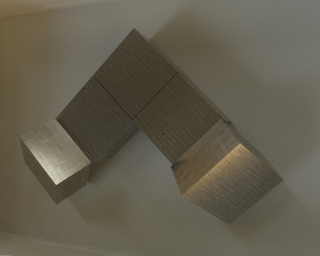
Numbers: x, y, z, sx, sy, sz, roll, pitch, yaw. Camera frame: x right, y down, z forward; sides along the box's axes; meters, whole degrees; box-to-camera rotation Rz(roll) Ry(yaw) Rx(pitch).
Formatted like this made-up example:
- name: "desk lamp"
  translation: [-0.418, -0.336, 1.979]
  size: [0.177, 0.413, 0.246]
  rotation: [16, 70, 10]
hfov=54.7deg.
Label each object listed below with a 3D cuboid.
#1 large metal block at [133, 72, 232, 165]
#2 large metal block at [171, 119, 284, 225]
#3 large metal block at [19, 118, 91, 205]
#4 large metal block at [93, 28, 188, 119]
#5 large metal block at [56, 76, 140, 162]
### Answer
- name: "large metal block"
  translation: [0.028, -0.009, 0.385]
  size: [0.080, 0.050, 0.080]
  rotation: [-46, 76, 14]
- name: "large metal block"
  translation: [0.073, 0.050, 0.347]
  size: [0.080, 0.050, 0.080]
  rotation: [36, 106, -29]
- name: "large metal block"
  translation: [-0.142, 0.047, 0.423]
  size: [0.080, 0.050, 0.080]
  rotation: [48, 147, 13]
- name: "large metal block"
  translation: [-0.024, -0.067, 0.404]
  size: [0.080, 0.050, 0.080]
  rotation: [-46, 76, 14]
- name: "large metal block"
  translation: [-0.079, -0.012, 0.423]
  size: [0.080, 0.050, 0.080]
  rotation: [-46, 76, 14]
